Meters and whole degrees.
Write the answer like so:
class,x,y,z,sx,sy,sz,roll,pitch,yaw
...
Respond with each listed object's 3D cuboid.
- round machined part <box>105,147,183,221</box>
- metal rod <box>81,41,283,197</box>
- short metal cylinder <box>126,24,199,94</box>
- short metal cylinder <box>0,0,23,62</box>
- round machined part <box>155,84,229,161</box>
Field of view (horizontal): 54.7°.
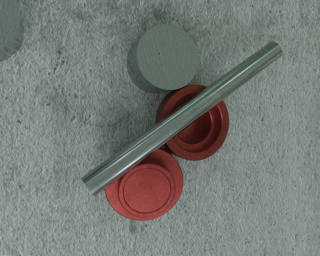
class,x,y,z,sx,sy,sz,roll,pitch,yaw
round machined part,-0.019,0.070,0.382,0.099,0.042,0.097,-2,101,-10
metal rod,0.039,-0.021,0.376,0.301,0.025,0.025,-36,102,-17
short metal cylinder,0.002,-0.086,0.397,0.081,0.050,0.079,0,90,-20
short metal cylinder,-0.189,-0.112,0.326,0.081,0.050,0.079,0,90,-21
round machined part,0.039,-0.008,0.414,0.099,0.042,0.097,-1,94,-23
